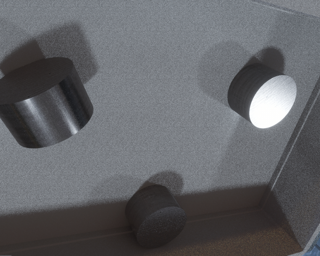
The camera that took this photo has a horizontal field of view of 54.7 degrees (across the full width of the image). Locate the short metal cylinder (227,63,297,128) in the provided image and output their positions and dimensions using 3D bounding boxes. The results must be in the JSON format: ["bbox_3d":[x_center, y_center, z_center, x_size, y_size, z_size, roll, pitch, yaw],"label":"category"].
[{"bbox_3d":[0.145,-0.046,0.443,0.081,0.050,0.079,-14,124,-21],"label":"short metal cylinder"}]

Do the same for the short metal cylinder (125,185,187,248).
[{"bbox_3d":[-0.007,0.134,0.472,0.081,0.050,0.079,-14,124,-21],"label":"short metal cylinder"}]

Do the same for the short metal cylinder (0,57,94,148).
[{"bbox_3d":[-0.111,-0.026,0.296,0.080,0.080,0.050,-26,128,-12],"label":"short metal cylinder"}]
